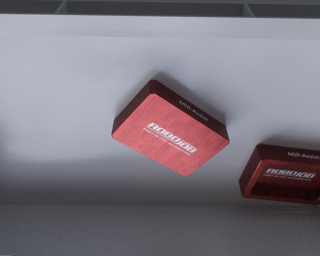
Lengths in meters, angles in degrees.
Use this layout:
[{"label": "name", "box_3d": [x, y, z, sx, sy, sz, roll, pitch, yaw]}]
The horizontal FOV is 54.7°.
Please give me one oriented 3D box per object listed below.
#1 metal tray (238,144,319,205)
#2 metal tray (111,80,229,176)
[{"label": "metal tray", "box_3d": [0.197, 0.073, 0.469, 0.131, 0.030, 0.089, 7, 130, -6]}, {"label": "metal tray", "box_3d": [0.014, 0.005, 0.410, 0.131, 0.030, 0.090, 31, 124, -24]}]
